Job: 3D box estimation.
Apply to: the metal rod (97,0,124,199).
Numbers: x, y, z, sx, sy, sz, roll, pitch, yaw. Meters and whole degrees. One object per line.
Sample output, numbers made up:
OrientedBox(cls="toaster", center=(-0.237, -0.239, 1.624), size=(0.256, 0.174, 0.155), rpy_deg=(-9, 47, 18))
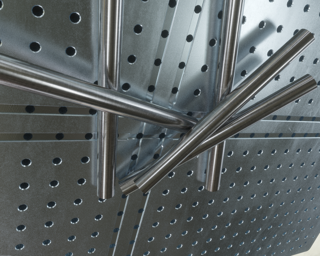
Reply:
OrientedBox(cls="metal rod", center=(-0.059, -0.040, 0.355), size=(0.025, 0.025, 0.298), rpy_deg=(-8, 122, -25))

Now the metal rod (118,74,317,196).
OrientedBox(cls="metal rod", center=(0.078, 0.010, 0.432), size=(0.301, 0.025, 0.025), rpy_deg=(-30, 129, 2))

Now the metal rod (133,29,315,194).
OrientedBox(cls="metal rod", center=(0.085, -0.023, 0.411), size=(0.300, 0.025, 0.025), rpy_deg=(-42, 130, -1))

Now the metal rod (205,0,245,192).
OrientedBox(cls="metal rod", center=(0.088, -0.028, 0.444), size=(0.025, 0.025, 0.298), rpy_deg=(-14, 124, -21))

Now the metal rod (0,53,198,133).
OrientedBox(cls="metal rod", center=(-0.055, -0.029, 0.326), size=(0.302, 0.025, 0.025), rpy_deg=(14, 111, -47))
